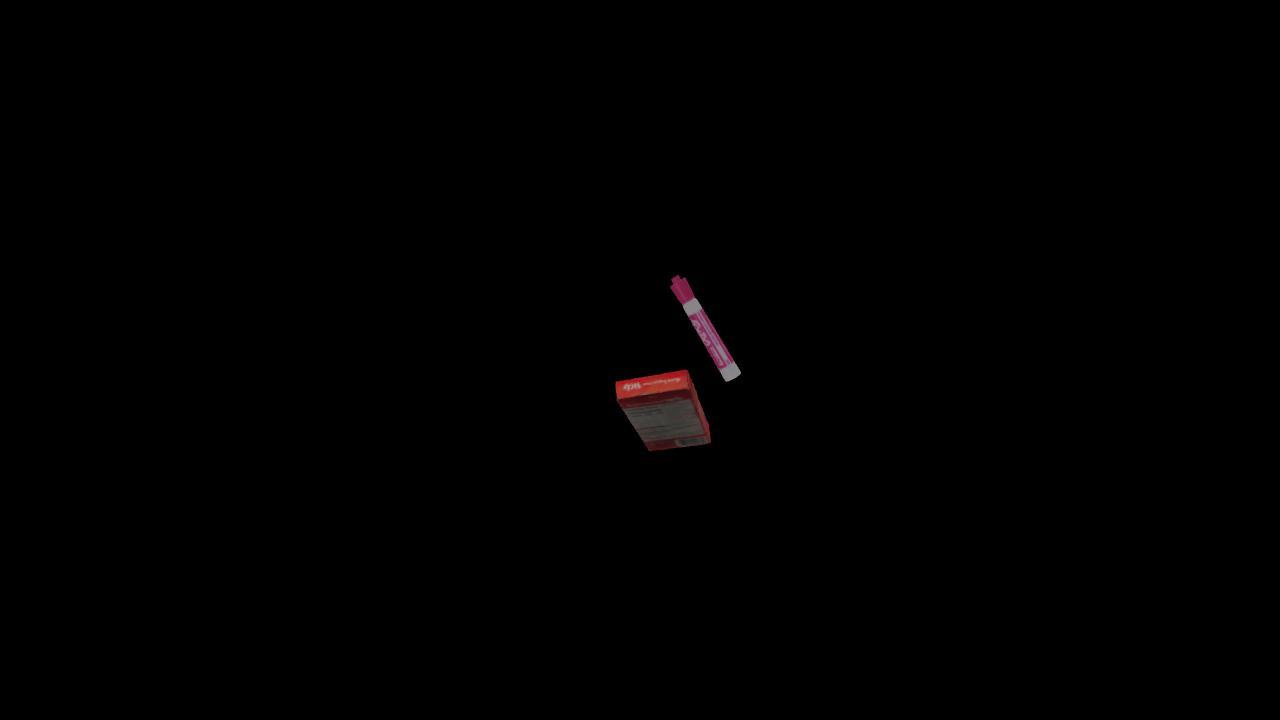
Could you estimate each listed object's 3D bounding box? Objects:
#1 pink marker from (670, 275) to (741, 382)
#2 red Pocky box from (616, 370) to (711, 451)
[{"bbox_3d":[0.066,-0.033,0.635,0.020,0.121,0.020,-31,5,3],"label":"pink marker"},{"bbox_3d":[0.031,0.063,0.718,0.083,0.028,0.155,-8,-31,11],"label":"red Pocky box"}]
